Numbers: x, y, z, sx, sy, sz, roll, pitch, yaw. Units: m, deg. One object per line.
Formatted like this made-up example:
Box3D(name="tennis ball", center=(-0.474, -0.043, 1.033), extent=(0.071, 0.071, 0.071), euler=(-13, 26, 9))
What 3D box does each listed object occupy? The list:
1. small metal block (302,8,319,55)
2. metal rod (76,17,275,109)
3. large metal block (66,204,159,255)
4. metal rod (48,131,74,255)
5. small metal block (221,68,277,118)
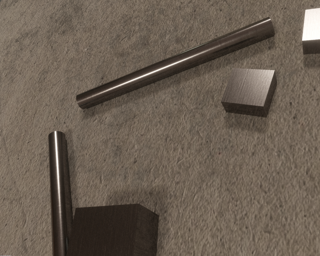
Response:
Box3D(name="small metal block", center=(0.201, -0.117, 0.371), extent=(0.050, 0.025, 0.050), euler=(3, 63, 29))
Box3D(name="metal rod", center=(0.011, -0.088, 0.450), extent=(0.301, 0.025, 0.025), euler=(-19, 55, 16))
Box3D(name="large metal block", center=(-0.050, 0.130, 0.333), extent=(0.080, 0.050, 0.080), euler=(-10, 58, 22))
Box3D(name="metal rod", center=(-0.122, 0.127, 0.387), extent=(0.025, 0.025, 0.299), euler=(-26, 53, 11))
Box3D(name="small metal block", center=(0.108, -0.043, 0.373), extent=(0.050, 0.025, 0.050), euler=(10, 67, 32))
